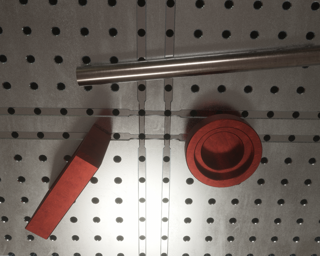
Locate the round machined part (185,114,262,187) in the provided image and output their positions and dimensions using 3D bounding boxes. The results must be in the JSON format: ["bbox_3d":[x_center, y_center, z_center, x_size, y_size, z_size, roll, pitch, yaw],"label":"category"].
[{"bbox_3d":[0.082,0.027,0.416,0.099,0.042,0.097,0,110,-1],"label":"round machined part"}]

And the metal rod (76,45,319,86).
[{"bbox_3d":[0.049,-0.077,0.385,0.302,0.025,0.025,-5,110,1],"label":"metal rod"}]

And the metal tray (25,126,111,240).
[{"bbox_3d":[-0.116,0.068,0.402,0.030,0.090,0.129,34,106,-12],"label":"metal tray"}]
